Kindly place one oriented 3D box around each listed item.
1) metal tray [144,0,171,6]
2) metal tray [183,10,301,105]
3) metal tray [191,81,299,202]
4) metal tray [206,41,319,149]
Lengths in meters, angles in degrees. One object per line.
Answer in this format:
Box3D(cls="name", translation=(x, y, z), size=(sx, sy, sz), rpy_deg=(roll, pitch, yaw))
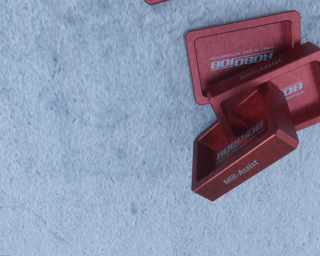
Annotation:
Box3D(cls="metal tray", translation=(0.012, -0.208, 0.330), size=(0.090, 0.030, 0.129), rpy_deg=(-14, 110, 4))
Box3D(cls="metal tray", translation=(0.100, -0.085, 0.377), size=(0.131, 0.030, 0.089), rpy_deg=(-10, 110, 3))
Box3D(cls="metal tray", translation=(0.089, 0.017, 0.358), size=(0.030, 0.090, 0.129), rpy_deg=(30, 130, -18))
Box3D(cls="metal tray", translation=(0.132, -0.031, 0.365), size=(0.130, 0.030, 0.090), rpy_deg=(-24, 119, 12))
